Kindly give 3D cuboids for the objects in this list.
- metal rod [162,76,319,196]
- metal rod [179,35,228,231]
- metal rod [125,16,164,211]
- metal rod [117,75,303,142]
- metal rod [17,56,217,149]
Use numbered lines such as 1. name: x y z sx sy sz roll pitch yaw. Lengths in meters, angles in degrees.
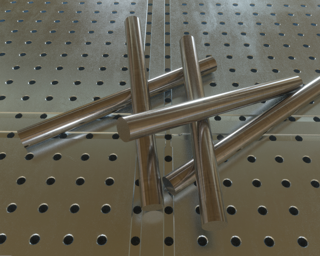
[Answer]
1. metal rod: 0.131 -0.002 0.411 0.302 0.025 0.025 -30 56 -23
2. metal rod: 0.048 -0.021 0.392 0.025 0.025 0.300 -1 50 -1
3. metal rod: -0.026 -0.040 0.413 0.025 0.025 0.299 -5 59 -5
4. metal rod: 0.084 -0.033 0.383 0.303 0.025 0.025 -16 50 -35
5. metal rod: -0.046 -0.044 0.443 0.302 0.025 0.025 -24 54 -20
